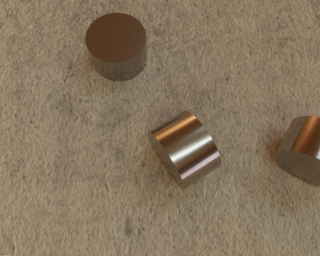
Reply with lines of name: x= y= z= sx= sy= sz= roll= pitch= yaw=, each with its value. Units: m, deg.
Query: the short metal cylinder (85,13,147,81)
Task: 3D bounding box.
short metal cylinder: x=-0.059 y=-0.113 z=0.435 sx=0.081 sy=0.050 sz=0.080 roll=0 pitch=70 yaw=0

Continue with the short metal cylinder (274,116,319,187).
short metal cylinder: x=0.187 y=0.029 z=0.371 sx=0.080 sy=0.080 sz=0.050 roll=30 pitch=73 yaw=10

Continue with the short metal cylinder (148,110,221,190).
short metal cylinder: x=0.028 y=0.026 z=0.370 sx=0.050 sy=0.080 sz=0.080 roll=-31 pitch=73 yaw=-11
